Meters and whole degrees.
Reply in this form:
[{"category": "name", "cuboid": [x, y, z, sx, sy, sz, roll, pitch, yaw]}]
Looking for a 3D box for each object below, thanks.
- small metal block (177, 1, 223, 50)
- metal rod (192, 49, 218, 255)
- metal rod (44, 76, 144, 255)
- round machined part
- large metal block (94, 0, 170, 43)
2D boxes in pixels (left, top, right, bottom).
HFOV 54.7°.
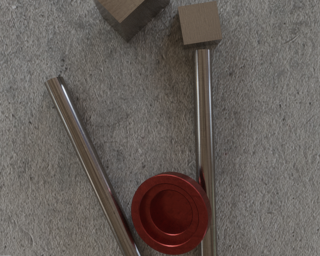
[{"category": "small metal block", "cuboid": [0.052, -0.135, 0.411, 0.050, 0.025, 0.050, -9, 90, -1]}, {"category": "metal rod", "cuboid": [0.060, 0.048, 0.410, 0.025, 0.025, 0.298, -2, 90, -1]}, {"category": "metal rod", "cuboid": [-0.078, 0.073, 0.408, 0.025, 0.025, 0.299, -24, 90, 0]}, {"category": "round machined part", "cuboid": [0.017, 0.103, 0.391, 0.098, 0.042, 0.097, 1, 92, 21]}, {"category": "large metal block", "cuboid": [-0.033, -0.161, 0.382, 0.080, 0.080, 0.050, -44, 91, 0]}]
